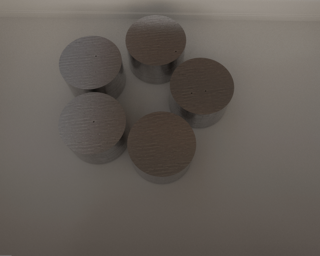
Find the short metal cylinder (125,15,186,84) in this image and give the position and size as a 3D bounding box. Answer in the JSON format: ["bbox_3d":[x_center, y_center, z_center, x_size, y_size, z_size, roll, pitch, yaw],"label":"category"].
[{"bbox_3d":[-0.005,-0.109,0.434,0.081,0.050,0.080,0,70,0],"label":"short metal cylinder"}]

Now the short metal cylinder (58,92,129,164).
[{"bbox_3d":[-0.081,0.001,0.393,0.081,0.050,0.080,0,70,0],"label":"short metal cylinder"}]

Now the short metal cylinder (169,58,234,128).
[{"bbox_3d":[0.053,-0.045,0.411,0.081,0.050,0.080,0,70,0],"label":"short metal cylinder"}]

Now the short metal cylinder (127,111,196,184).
[{"bbox_3d":[0.002,0.026,0.385,0.081,0.050,0.080,0,70,0],"label":"short metal cylinder"}]

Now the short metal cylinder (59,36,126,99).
[{"bbox_3d":[-0.089,-0.077,0.422,0.081,0.050,0.080,0,70,0],"label":"short metal cylinder"}]
